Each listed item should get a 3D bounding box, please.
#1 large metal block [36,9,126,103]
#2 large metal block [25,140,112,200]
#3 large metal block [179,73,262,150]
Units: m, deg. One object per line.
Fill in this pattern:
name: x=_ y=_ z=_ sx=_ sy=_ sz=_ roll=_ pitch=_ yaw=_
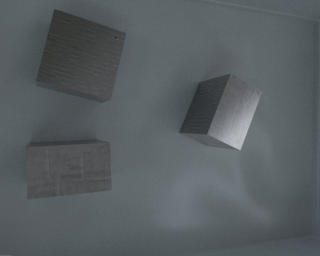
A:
large metal block: x=-0.093 y=-0.080 z=0.363 sx=0.081 sy=0.050 sz=0.080 roll=14 pitch=85 yaw=-20
large metal block: x=-0.103 y=0.041 z=0.344 sx=0.081 sy=0.080 sz=0.050 roll=-2 pitch=91 yaw=-20
large metal block: x=0.077 y=-0.019 z=0.411 sx=0.050 sy=0.080 sz=0.080 roll=25 pitch=82 yaw=-19
